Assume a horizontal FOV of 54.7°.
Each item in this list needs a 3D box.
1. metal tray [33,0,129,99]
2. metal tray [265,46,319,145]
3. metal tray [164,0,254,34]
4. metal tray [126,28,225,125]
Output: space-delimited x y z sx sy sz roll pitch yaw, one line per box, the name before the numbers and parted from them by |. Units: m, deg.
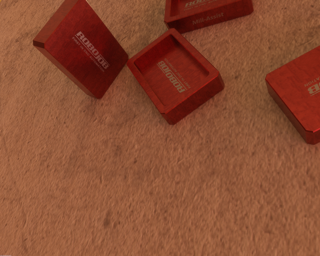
metal tray | -0.111 -0.115 0.463 0.030 0.130 0.090 22 74 36
metal tray | 0.194 -0.051 0.330 0.130 0.030 0.090 -29 52 9
metal tray | 0.074 -0.202 0.484 0.130 0.030 0.090 -9 58 22
metal tray | 0.017 -0.077 0.437 0.090 0.030 0.130 -36 51 3
